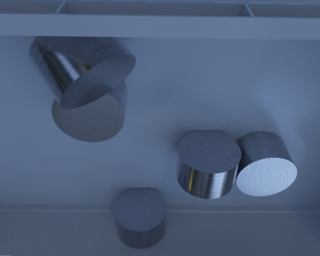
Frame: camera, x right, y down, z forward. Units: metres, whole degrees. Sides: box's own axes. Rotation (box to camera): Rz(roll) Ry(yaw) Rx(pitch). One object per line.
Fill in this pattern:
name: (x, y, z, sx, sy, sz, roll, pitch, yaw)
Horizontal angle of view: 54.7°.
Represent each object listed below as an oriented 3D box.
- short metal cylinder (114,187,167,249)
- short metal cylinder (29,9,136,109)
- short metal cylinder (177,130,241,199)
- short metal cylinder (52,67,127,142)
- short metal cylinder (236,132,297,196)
short metal cylinder: (-0.030, 0.142, 0.494, 0.081, 0.080, 0.050, 1, 130, -1)
short metal cylinder: (-0.070, -0.061, 0.286, 0.080, 0.080, 0.050, -39, 83, 28)
short metal cylinder: (0.063, 0.047, 0.413, 0.081, 0.080, 0.050, 1, 130, -1)
short metal cylinder: (-0.081, -0.029, 0.367, 0.081, 0.050, 0.079, 0, 130, 0)
short metal cylinder: (0.143, 0.052, 0.436, 0.081, 0.050, 0.079, -1, 131, -1)
